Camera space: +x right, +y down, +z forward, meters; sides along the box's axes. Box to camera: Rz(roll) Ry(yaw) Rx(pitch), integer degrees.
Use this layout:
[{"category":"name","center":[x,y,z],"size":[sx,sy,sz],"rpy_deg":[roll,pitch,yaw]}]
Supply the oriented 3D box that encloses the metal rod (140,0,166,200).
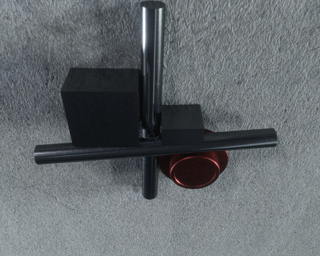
[{"category":"metal rod","center":[-0.012,-0.008,0.401],"size":[0.025,0.025,0.298],"rpy_deg":[1,130,-2]}]

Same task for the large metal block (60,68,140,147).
[{"category":"large metal block","center":[-0.065,-0.024,0.370],"size":[0.081,0.050,0.079],"rpy_deg":[1,130,-1]}]

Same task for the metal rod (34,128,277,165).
[{"category":"metal rod","center":[-0.003,0.023,0.396],"size":[0.302,0.025,0.025],"rpy_deg":[-4,130,-3]}]

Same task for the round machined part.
[{"category":"round machined part","center":[0.048,0.050,0.440],"size":[0.099,0.042,0.097],"rpy_deg":[-1,130,0]}]

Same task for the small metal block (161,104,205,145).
[{"category":"small metal block","center":[0.027,-0.005,0.388],"size":[0.050,0.050,0.025],"rpy_deg":[-1,130,0]}]
